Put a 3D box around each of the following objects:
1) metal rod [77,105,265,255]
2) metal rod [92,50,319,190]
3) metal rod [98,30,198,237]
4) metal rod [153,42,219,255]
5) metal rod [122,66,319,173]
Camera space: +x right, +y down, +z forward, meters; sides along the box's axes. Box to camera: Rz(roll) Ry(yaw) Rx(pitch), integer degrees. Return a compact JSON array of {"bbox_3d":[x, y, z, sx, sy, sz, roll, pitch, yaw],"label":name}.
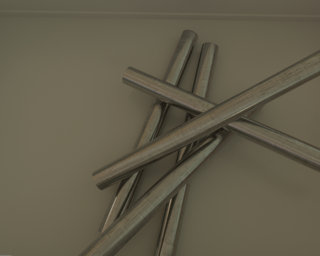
[{"bbox_3d":[0.032,0.047,0.364,0.025,0.025,0.301,44,65,14],"label":"metal rod"},{"bbox_3d":[0.057,-0.008,0.352,0.301,0.025,0.025,-28,72,7],"label":"metal rod"},{"bbox_3d":[-0.008,-0.006,0.411,0.025,0.025,0.300,20,71,6],"label":"metal rod"},{"bbox_3d":[0.038,0.019,0.403,0.025,0.025,0.299,13,70,4],"label":"metal rod"},{"bbox_3d":[0.087,-0.008,0.372,0.301,0.025,0.025,26,72,16],"label":"metal rod"}]
